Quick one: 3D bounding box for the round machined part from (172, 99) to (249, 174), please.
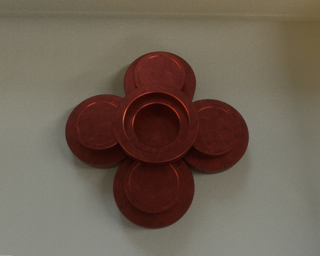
[{"bbox_3d":[0.065,0.007,0.396,0.099,0.042,0.098,0,70,0],"label":"round machined part"}]

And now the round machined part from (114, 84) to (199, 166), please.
[{"bbox_3d":[-0.004,-0.001,0.376,0.099,0.042,0.098,0,70,0],"label":"round machined part"}]

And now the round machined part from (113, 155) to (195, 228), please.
[{"bbox_3d":[-0.007,0.069,0.373,0.099,0.042,0.098,1,68,-1],"label":"round machined part"}]

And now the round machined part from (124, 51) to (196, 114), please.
[{"bbox_3d":[0.000,-0.063,0.420,0.099,0.042,0.098,0,70,0],"label":"round machined part"}]

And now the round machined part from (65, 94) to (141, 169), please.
[{"bbox_3d":[-0.073,0.000,0.397,0.099,0.042,0.098,0,70,0],"label":"round machined part"}]
